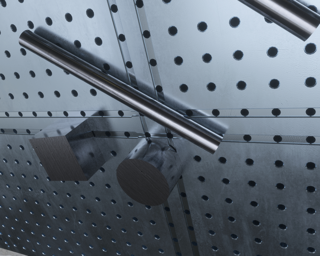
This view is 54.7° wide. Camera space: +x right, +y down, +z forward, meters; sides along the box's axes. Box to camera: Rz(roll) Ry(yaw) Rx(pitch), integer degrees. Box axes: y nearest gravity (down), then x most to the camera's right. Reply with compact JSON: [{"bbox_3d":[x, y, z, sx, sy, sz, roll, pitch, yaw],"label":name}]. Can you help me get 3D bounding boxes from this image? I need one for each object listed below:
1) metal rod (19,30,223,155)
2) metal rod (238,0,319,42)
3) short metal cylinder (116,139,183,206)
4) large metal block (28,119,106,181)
[{"bbox_3d":[-0.057,-0.051,0.407,0.301,0.025,0.025,30,128,8],"label":"metal rod"},{"bbox_3d":[0.016,-0.173,0.294,0.301,0.025,0.025,34,129,5],"label":"metal rod"},{"bbox_3d":[-0.014,0.063,0.440,0.080,0.050,0.079,13,124,20],"label":"short metal cylinder"},{"bbox_3d":[-0.146,0.037,0.492,0.080,0.050,0.080,-6,116,30],"label":"large metal block"}]
